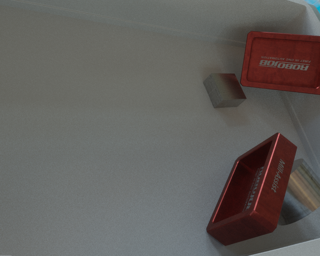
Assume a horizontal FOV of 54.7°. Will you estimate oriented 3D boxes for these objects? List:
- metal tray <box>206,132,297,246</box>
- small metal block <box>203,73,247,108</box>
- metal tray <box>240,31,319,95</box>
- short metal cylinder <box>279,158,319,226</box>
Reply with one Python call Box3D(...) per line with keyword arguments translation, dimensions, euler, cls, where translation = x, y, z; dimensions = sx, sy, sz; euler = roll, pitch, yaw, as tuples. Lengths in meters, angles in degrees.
Box3D(translation=(0.114, 0.074, 0.382), dimensions=(0.030, 0.090, 0.130), euler=(38, 51, -3), cls="metal tray")
Box3D(translation=(0.105, -0.061, 0.501), dimensions=(0.050, 0.025, 0.050), euler=(-5, 64, -31), cls="small metal block")
Box3D(translation=(0.204, -0.107, 0.508), dimensions=(0.131, 0.089, 0.030), euler=(9, 10, 13), cls="metal tray")
Box3D(translation=(0.174, 0.085, 0.415), dimensions=(0.081, 0.080, 0.050), euler=(-30, 79, -38), cls="short metal cylinder")
